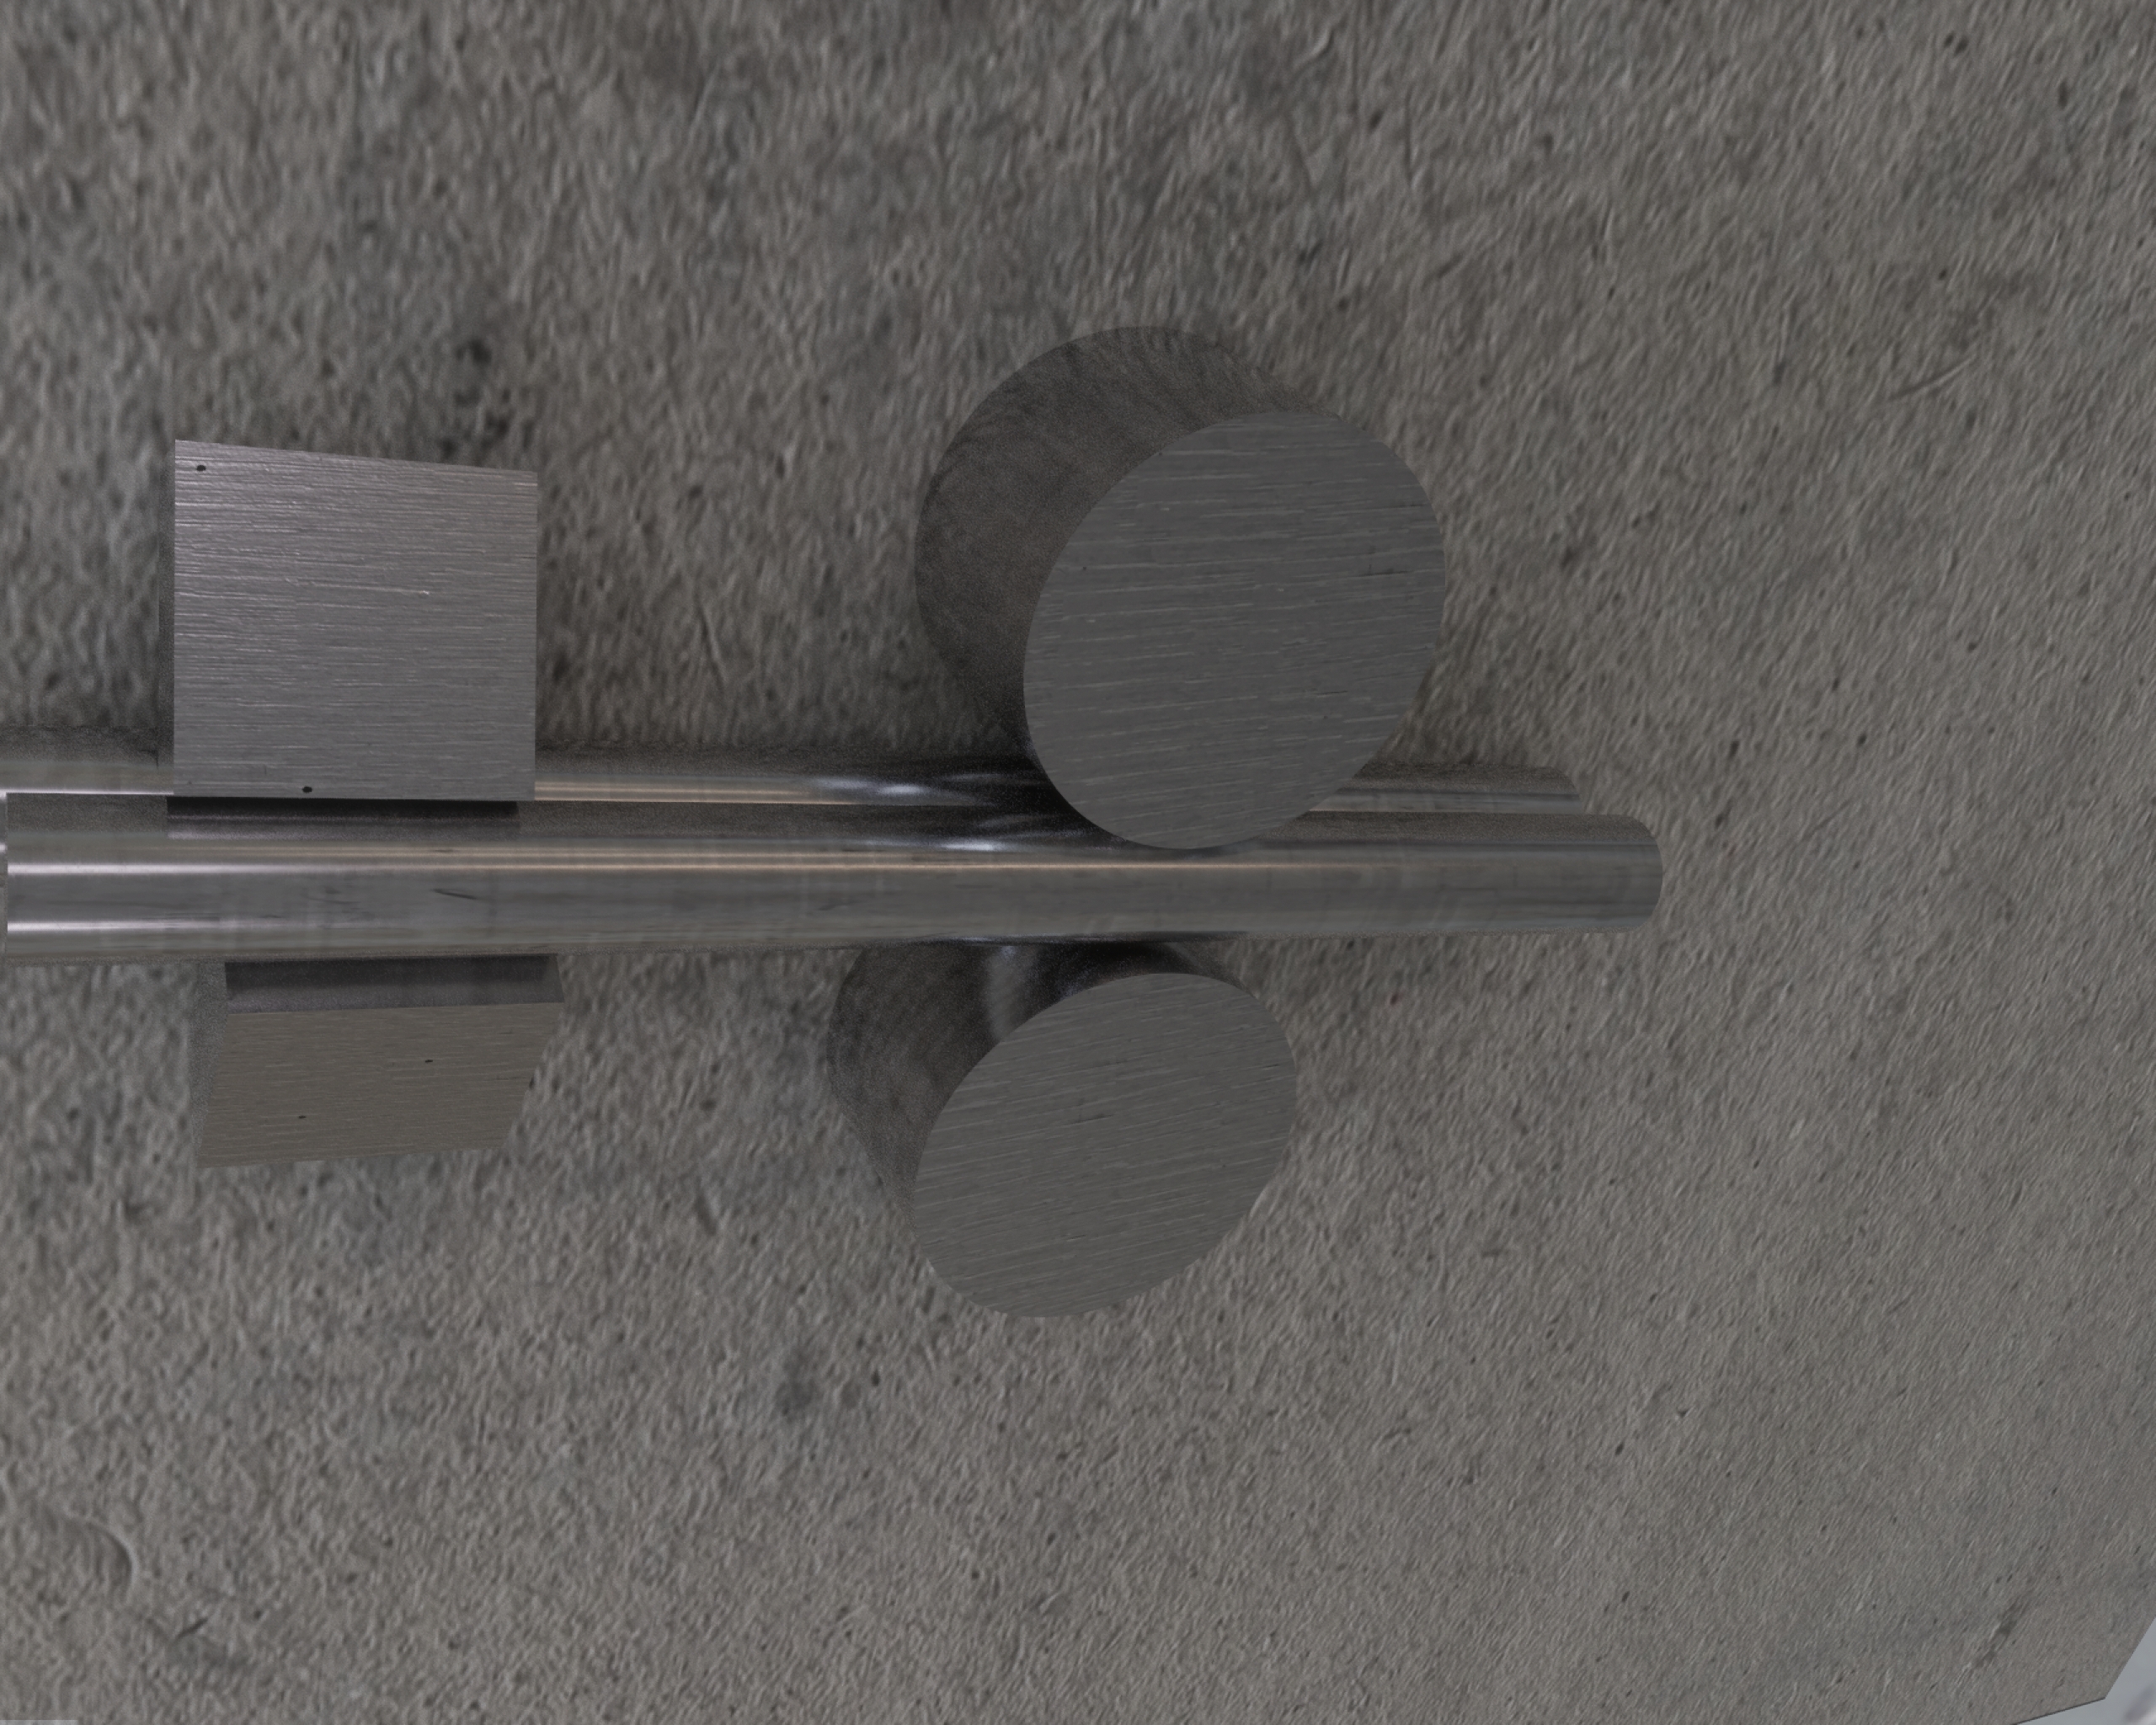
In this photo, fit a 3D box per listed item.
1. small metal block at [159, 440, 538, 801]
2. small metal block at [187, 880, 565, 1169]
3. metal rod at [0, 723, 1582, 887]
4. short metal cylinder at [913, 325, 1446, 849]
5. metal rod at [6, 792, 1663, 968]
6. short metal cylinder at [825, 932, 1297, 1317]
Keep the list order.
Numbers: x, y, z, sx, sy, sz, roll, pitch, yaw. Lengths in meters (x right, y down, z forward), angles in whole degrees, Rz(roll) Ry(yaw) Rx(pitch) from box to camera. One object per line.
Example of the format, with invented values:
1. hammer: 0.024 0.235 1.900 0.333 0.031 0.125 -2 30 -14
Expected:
1. small metal block: -0.110 -0.034 0.315 0.050 0.025 0.050 0 91 -28
2. small metal block: -0.118 0.026 0.347 0.050 0.025 0.050 0 145 -29
3. metal rod: -0.030 -0.009 0.386 0.303 0.025 0.025 0 119 -29
4. short metal cylinder: 0.017 -0.049 0.371 0.081 0.050 0.079 -14 124 -21
5. metal rod: -0.019 0.002 0.367 0.303 0.025 0.025 0 119 -28
6. short metal cylinder: -0.004 0.043 0.417 0.081 0.050 0.079 -14 124 -21
